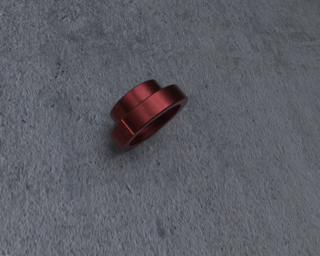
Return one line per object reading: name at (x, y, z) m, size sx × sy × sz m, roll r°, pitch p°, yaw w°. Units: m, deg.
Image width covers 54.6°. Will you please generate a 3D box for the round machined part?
round machined part at (-0.018, -0.018, 0.358) m, size 0.099 × 0.098 × 0.042 m, roll -33°, pitch 80°, yaw -38°
